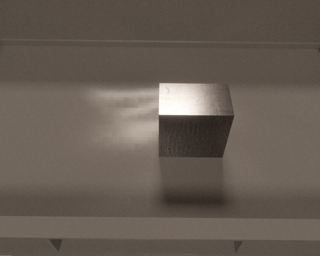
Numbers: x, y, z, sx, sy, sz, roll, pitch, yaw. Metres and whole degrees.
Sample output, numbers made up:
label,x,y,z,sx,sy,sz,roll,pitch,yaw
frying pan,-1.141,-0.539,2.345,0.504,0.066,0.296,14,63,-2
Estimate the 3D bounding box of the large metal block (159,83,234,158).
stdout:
label,x,y,z,sx,sy,sz,roll,pitch,yaw
large metal block,0.039,-0.007,0.376,0.081,0.080,0.050,1,50,0
